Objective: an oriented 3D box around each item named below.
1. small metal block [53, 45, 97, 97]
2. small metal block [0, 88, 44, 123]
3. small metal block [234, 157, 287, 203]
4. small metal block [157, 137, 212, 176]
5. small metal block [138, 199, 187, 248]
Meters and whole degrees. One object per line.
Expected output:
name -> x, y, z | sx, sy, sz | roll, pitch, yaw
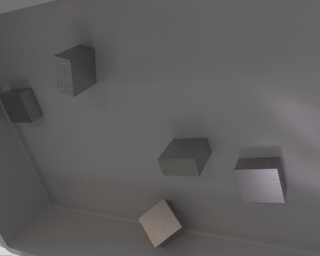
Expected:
small metal block -> -0.109, -0.075, 0.404 | 0.025, 0.050, 0.050 | 17, 125, 18
small metal block -> -0.226, -0.037, 0.506 | 0.050, 0.025, 0.050 | 0, 119, 28
small metal block -> 0.125, 0.064, 0.383 | 0.050, 0.025, 0.050 | -7, 115, 31
small metal block -> 0.033, 0.037, 0.398 | 0.050, 0.050, 0.025 | -4, 116, 30
small metal block -> 0.004, 0.144, 0.467 | 0.050, 0.025, 0.050 | -40, 60, 5
